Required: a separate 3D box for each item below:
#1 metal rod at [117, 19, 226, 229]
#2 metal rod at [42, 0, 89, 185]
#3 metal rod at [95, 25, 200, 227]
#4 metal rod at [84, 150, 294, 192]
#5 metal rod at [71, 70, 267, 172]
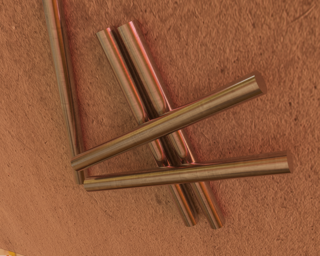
[{"bbox_3d":[0.022,0.009,0.400,0.025,0.025,0.299,-13,112,33],"label":"metal rod"},{"bbox_3d":[-0.133,-0.037,0.453,0.025,0.025,0.298,14,124,20],"label":"metal rod"},{"bbox_3d":[-0.009,0.012,0.418,0.025,0.025,0.299,-11,113,33],"label":"metal rod"},{"bbox_3d":[0.013,0.062,0.404,0.300,0.025,0.025,-12,112,33],"label":"metal rod"},{"bbox_3d":[-0.014,0.005,0.383,0.299,0.025,0.025,-24,106,36],"label":"metal rod"}]
